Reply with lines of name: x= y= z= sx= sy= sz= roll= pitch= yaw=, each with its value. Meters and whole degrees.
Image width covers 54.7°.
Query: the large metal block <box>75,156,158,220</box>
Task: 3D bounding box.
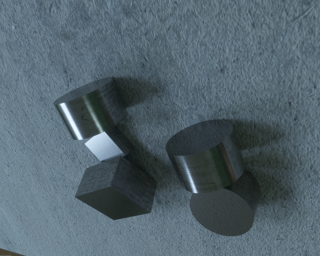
large metal block: x=-0.064 y=0.093 z=0.465 sx=0.080 sy=0.050 sz=0.080 roll=-22 pitch=129 yaw=36

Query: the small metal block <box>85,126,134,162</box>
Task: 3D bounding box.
small metal block: x=-0.076 y=0.026 z=0.463 sx=0.050 sy=0.025 sz=0.050 roll=-35 pitch=99 yaw=38

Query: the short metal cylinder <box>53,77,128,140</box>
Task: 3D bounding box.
short metal cylinder: x=-0.089 y=-0.026 z=0.402 sx=0.080 sy=0.080 sz=0.050 roll=-9 pitch=114 yaw=32

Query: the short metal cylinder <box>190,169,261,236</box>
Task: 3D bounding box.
short metal cylinder: x=0.085 y=0.093 z=0.403 sx=0.080 sy=0.050 sz=0.079 roll=13 pitch=124 yaw=21

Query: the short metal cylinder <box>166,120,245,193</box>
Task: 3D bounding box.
short metal cylinder: x=0.053 y=0.031 z=0.363 sx=0.080 sy=0.080 sz=0.050 roll=-10 pitch=114 yaw=32
